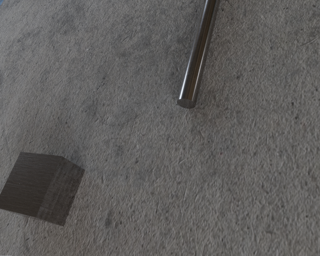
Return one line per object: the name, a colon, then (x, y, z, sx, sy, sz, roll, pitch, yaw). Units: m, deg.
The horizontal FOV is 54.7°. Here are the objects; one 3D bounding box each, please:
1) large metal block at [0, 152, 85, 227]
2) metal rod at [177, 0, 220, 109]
large metal block: (-0.162, 0.082, 0.423, 0.080, 0.050, 0.080, 2, 63, 29)
metal rod: (0.071, -0.163, 0.466, 0.025, 0.025, 0.300, 1, 62, 29)
